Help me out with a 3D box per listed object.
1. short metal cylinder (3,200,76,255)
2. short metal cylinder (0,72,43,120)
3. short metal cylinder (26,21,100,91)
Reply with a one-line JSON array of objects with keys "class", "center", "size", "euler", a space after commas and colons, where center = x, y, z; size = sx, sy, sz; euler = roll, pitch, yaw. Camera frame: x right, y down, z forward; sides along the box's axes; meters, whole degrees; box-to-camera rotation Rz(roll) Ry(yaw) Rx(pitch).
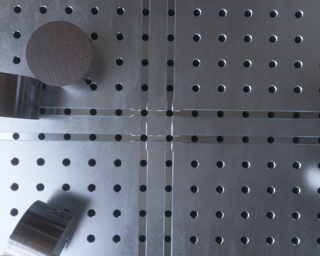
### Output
[{"class": "short metal cylinder", "center": [-0.147, 0.137, 0.385], "size": [0.050, 0.080, 0.080], "euler": [23, 90, 0]}, {"class": "short metal cylinder", "center": [-0.191, -0.039, 0.384], "size": [0.080, 0.080, 0.050], "euler": [6, 91, 0]}, {"class": "short metal cylinder", "center": [-0.122, -0.090, 0.400], "size": [0.081, 0.050, 0.079], "euler": [0, 90, 0]}]
